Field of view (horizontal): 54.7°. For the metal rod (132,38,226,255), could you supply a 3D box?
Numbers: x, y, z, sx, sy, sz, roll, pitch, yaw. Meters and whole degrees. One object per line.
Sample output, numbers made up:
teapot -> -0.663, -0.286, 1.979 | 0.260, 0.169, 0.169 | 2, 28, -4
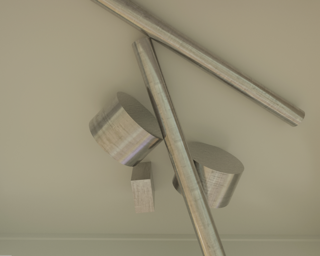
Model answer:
metal rod -> 0.025, 0.037, 0.362 | 0.025, 0.025, 0.299 | -19, 85, 6

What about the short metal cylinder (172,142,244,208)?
short metal cylinder -> 0.062, 0.059, 0.405 | 0.080, 0.080, 0.050 | 16, 109, -6

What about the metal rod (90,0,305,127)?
metal rod -> 0.053, -0.085, 0.380 | 0.301, 0.025, 0.025 | 29, 107, -11

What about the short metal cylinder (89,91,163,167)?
short metal cylinder -> -0.039, 0.001, 0.382 | 0.080, 0.080, 0.050 | 42, 105, -14

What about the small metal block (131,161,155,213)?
small metal block -> -0.022, 0.081, 0.428 | 0.025, 0.050, 0.050 | -6, 110, 2
